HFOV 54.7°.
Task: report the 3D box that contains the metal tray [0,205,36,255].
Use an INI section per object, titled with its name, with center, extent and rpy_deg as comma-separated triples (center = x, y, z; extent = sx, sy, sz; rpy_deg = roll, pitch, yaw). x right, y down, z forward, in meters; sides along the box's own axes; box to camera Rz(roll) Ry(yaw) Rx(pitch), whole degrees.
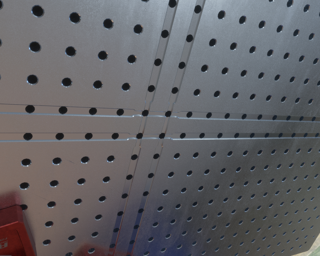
[metal tray]
center = -0.228, 0.155, 0.379
extent = 0.131, 0.030, 0.089
rpy_deg = -14, 125, -21
